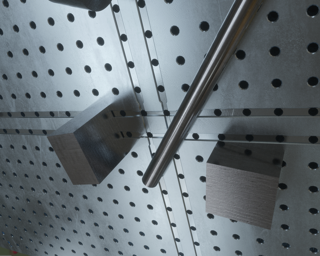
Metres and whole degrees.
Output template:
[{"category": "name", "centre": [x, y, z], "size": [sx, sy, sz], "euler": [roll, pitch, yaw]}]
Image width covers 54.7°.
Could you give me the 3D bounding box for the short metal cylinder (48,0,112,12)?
[{"category": "short metal cylinder", "centre": [-0.083, -0.166, 0.317], "size": [0.050, 0.080, 0.079], "euler": [18, 126, 18]}]

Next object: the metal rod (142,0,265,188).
[{"category": "metal rod", "centre": [0.037, -0.025, 0.376], "size": [0.025, 0.025, 0.298], "euler": [32, 129, 7]}]

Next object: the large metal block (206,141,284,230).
[{"category": "large metal block", "centre": [0.103, 0.069, 0.383], "size": [0.080, 0.050, 0.079], "euler": [10, 123, 23]}]

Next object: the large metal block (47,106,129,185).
[{"category": "large metal block", "centre": [-0.099, 0.024, 0.443], "size": [0.050, 0.080, 0.080], "euler": [-8, 115, 32]}]
